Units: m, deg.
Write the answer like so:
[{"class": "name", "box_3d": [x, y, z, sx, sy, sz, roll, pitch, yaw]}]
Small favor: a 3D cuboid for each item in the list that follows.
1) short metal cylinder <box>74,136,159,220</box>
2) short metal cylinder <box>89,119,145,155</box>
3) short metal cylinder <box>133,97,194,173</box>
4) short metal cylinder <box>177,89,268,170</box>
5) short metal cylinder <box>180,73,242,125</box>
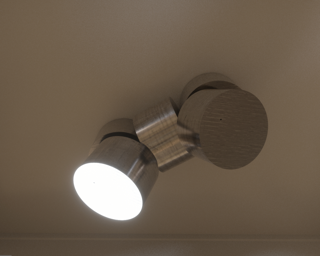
[{"class": "short metal cylinder", "box_3d": [-0.048, 0.056, 0.348, 0.080, 0.050, 0.079, 11, 125, 16]}, {"class": "short metal cylinder", "box_3d": [-0.049, 0.033, 0.408, 0.081, 0.050, 0.079, 0, 110, -1]}, {"class": "short metal cylinder", "box_3d": [0.009, 0.008, 0.383, 0.050, 0.080, 0.080, -28, 108, 9]}, {"class": "short metal cylinder", "box_3d": [0.065, -0.001, 0.327, 0.081, 0.050, 0.079, -3, 98, -22]}, {"class": "short metal cylinder", "box_3d": [0.067, -0.025, 0.388, 0.081, 0.050, 0.079, 0, 110, -1]}]
